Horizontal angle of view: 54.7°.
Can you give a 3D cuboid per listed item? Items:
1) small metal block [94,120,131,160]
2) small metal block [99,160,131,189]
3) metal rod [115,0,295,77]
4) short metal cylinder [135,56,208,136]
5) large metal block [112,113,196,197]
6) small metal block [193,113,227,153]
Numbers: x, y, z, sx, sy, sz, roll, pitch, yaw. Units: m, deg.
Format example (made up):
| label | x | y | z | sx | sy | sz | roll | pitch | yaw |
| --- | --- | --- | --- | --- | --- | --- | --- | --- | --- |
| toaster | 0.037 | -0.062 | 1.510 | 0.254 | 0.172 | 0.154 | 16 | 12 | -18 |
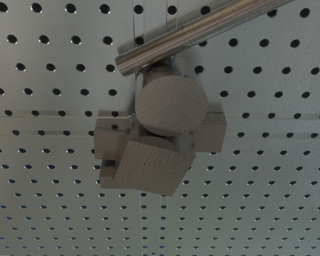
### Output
| label | x | y | z | sx | sy | sz | roll | pitch | yaw |
| --- | --- | --- | --- | --- | --- | --- | --- | --- | --- |
| small metal block | -0.063 | 0.018 | 0.426 | 0.050 | 0.025 | 0.050 | 5 | 130 | -4 |
| small metal block | -0.057 | 0.060 | 0.445 | 0.050 | 0.050 | 0.025 | 1 | 130 | -1 |
| metal rod | 0.090 | -0.121 | 0.309 | 0.300 | 0.025 | 0.025 | -21 | 127 | 16 |
| short metal cylinder | 0.012 | -0.037 | 0.361 | 0.081 | 0.050 | 0.079 | -2 | 127 | -3 |
| large metal block | -0.009 | 0.036 | 0.393 | 0.081 | 0.050 | 0.079 | 15 | 128 | -13 |
| small metal block | 0.059 | 0.006 | 0.418 | 0.050 | 0.025 | 0.050 | 1 | 130 | -2 |
